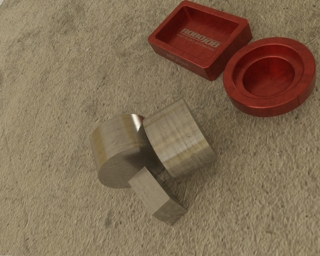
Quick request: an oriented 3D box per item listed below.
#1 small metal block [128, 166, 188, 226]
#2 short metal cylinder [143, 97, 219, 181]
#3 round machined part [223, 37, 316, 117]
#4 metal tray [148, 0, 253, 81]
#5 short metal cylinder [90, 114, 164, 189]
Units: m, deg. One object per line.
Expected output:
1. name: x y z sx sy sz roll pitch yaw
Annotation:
1. small metal block: -0.002 0.076 0.342 0.025 0.050 0.050 -43 51 -1
2. short metal cylinder: 0.024 0.012 0.349 0.050 0.080 0.080 -31 52 9
3. round machined part: 0.127 -0.054 0.360 0.098 0.042 0.098 -13 56 21
4. metal tray: 0.055 -0.132 0.452 0.090 0.030 0.130 -48 52 -6
5. short metal cylinder: -0.039 0.029 0.371 0.080 0.080 0.050 -30 52 9
